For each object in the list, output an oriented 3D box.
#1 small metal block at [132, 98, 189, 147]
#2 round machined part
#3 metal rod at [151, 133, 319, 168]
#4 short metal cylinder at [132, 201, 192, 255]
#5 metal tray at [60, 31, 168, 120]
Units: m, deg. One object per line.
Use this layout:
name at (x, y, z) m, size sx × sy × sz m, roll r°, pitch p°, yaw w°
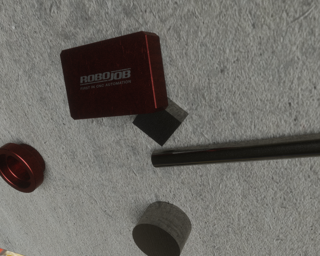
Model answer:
small metal block at (0.000, -0.012, 0.399) m, size 0.050 × 0.025 × 0.050 m, roll 39°, pitch 129°, yaw 1°
round machined part at (-0.253, 0.068, 0.571) m, size 0.098 × 0.042 × 0.097 m, roll 13°, pitch 124°, yaw 21°
metal rod at (0.121, 0.025, 0.358) m, size 0.300 × 0.025 × 0.025 m, roll -8°, pitch 114°, yaw 31°
short metal cylinder at (0.004, 0.164, 0.490) m, size 0.080 × 0.050 × 0.079 m, roll 13°, pitch 124°, yaw 21°
metal tray at (-0.059, -0.060, 0.380) m, size 0.130 × 0.030 × 0.089 m, roll -3°, pitch 99°, yaw 29°
